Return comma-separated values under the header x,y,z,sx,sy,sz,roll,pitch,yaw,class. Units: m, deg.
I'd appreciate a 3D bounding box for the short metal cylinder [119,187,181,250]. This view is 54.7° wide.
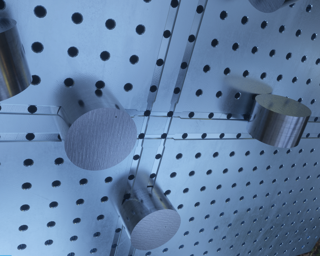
x,y,z,sx,sy,sz,roll,pitch,yaw,class
-0.016,0.138,0.472,0.081,0.050,0.079,-14,124,-21,short metal cylinder

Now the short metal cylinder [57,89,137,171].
x,y,z,sx,sy,sz,roll,pitch,yaw,class
-0.073,0.002,0.356,0.081,0.050,0.079,-14,124,-21,short metal cylinder

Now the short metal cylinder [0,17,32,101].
x,y,z,sx,sy,sz,roll,pitch,yaw,class
-0.154,-0.057,0.256,0.081,0.080,0.050,-16,125,-20,short metal cylinder

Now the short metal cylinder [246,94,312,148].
x,y,z,sx,sy,sz,roll,pitch,yaw,class
0.176,-0.012,0.464,0.081,0.080,0.050,-5,121,-26,short metal cylinder

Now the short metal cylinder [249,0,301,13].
x,y,z,sx,sy,sz,roll,pitch,yaw,class
0.132,-0.175,0.340,0.050,0.080,0.080,-26,128,-12,short metal cylinder
